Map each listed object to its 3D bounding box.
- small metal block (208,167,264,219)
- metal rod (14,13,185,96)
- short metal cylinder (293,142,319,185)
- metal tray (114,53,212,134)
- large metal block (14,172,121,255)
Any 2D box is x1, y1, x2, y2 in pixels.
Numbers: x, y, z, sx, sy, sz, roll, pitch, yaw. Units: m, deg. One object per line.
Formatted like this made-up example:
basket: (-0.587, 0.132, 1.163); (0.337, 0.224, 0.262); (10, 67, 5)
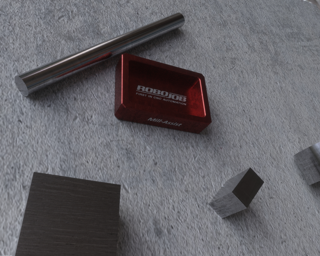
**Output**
small metal block: (0.096, 0.082, 0.391); (0.025, 0.050, 0.050); (48, 51, 4)
metal rod: (-0.062, -0.117, 0.443); (0.025, 0.025, 0.302); (49, 51, 6)
short metal cylinder: (0.258, 0.049, 0.480); (0.081, 0.080, 0.050); (-10, 67, -33)
metal tray: (0.004, -0.047, 0.432); (0.131, 0.030, 0.090); (10, 57, -23)
large metal block: (-0.085, 0.093, 0.286); (0.081, 0.050, 0.080); (13, 56, -21)
